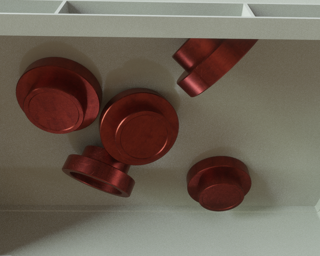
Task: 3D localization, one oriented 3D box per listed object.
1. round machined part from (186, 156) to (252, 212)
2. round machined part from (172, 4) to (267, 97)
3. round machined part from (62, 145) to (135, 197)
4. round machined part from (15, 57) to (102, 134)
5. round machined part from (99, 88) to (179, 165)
[{"bbox_3d":[0.091,0.092,0.477,0.099,0.042,0.097,0,130,0],"label":"round machined part"},{"bbox_3d":[0.050,-0.079,0.298,0.042,0.098,0.098,43,120,-8],"label":"round machined part"},{"bbox_3d":[-0.079,0.057,0.427,0.098,0.042,0.098,18,158,8],"label":"round machined part"},{"bbox_3d":[-0.122,-0.031,0.370,0.099,0.042,0.097,0,130,0],"label":"round machined part"},{"bbox_3d":[-0.023,0.003,0.379,0.099,0.042,0.097,-6,114,-14],"label":"round machined part"}]
